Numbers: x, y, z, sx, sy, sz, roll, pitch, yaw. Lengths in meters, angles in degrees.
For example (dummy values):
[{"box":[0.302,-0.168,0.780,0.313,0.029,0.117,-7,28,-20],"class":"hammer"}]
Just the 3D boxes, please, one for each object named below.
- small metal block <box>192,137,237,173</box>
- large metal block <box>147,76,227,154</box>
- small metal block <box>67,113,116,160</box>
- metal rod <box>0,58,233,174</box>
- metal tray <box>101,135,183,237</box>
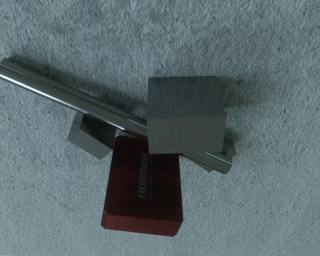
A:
[{"box":[0.070,0.030,0.436,0.050,0.025,0.050,34,122,-26],"class":"small metal block"},{"box":[0.027,-0.017,0.357,0.081,0.080,0.050,-2,130,1],"class":"large metal block"},{"box":[-0.085,0.005,0.394,0.050,0.050,0.025,37,121,-27],"class":"small metal block"},{"box":[-0.044,-0.009,0.383,0.302,0.025,0.025,24,126,-13],"class":"metal rod"},{"box":[-0.021,0.069,0.399,0.091,0.130,0.030,10,129,-8],"class":"metal tray"}]
